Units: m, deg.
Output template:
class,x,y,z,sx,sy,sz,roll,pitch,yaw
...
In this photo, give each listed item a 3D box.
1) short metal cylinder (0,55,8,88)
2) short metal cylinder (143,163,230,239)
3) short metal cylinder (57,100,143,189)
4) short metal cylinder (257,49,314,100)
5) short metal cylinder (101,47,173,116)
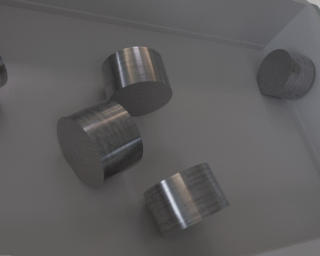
class,x,y,z,sx,sy,sz,roll,pitch,yaw
short metal cylinder,-0.199,-0.061,0.300,0.080,0.080,0.050,40,51,-2
short metal cylinder,0.028,0.079,0.338,0.081,0.080,0.050,-15,70,-34
short metal cylinder,-0.064,0.016,0.326,0.050,0.080,0.080,-29,78,-37
short metal cylinder,0.219,-0.093,0.544,0.050,0.080,0.080,9,58,-23
short metal cylinder,-0.030,-0.056,0.388,0.081,0.080,0.050,-1,62,-29
